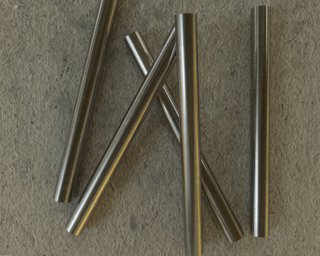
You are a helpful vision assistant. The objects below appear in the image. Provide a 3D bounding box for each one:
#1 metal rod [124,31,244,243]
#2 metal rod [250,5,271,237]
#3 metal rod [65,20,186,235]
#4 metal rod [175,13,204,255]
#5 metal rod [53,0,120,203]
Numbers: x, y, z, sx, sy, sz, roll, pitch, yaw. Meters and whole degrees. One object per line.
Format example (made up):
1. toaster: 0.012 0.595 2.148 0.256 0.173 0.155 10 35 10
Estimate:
1. metal rod: 0.032 0.012 0.410 0.025 0.025 0.299 -27 90 0
2. metal rod: 0.133 -0.009 0.410 0.025 0.025 0.298 0 90 0
3. metal rod: -0.041 0.004 0.392 0.025 0.025 0.299 29 97 0
4. metal rod: 0.037 0.018 0.379 0.025 0.025 0.298 -3 102 0
5. metal rod: -0.094 -0.051 0.408 0.025 0.025 0.298 13 90 0
